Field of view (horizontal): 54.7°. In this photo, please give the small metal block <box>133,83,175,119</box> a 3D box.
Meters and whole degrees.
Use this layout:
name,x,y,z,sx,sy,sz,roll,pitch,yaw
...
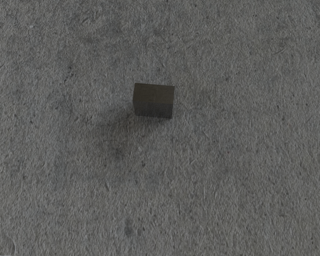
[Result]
name,x,y,z,sx,sy,sz,roll,pitch,yaw
small metal block,-0.008,-0.035,0.408,0.050,0.050,0.025,5,70,1
